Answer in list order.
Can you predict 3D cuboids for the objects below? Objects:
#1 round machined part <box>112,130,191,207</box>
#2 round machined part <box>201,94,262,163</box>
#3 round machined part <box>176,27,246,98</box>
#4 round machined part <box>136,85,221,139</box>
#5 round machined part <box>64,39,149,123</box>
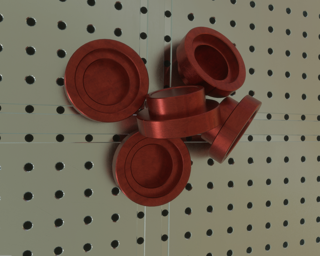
[{"bbox_3d":[-0.013,0.048,0.400,0.099,0.042,0.097,0,91,-20],"label":"round machined part"},{"bbox_3d":[0.092,-0.004,0.418,0.042,0.098,0.098,34,77,16],"label":"round machined part"},{"bbox_3d":[0.063,-0.083,0.415,0.099,0.042,0.098,14,60,-26],"label":"round machined part"},{"bbox_3d":[0.020,-0.023,0.365,0.099,0.098,0.042,-15,107,-20],"label":"round machined part"},{"bbox_3d":[-0.067,-0.055,0.380,0.099,0.042,0.097,0,90,-20],"label":"round machined part"}]
